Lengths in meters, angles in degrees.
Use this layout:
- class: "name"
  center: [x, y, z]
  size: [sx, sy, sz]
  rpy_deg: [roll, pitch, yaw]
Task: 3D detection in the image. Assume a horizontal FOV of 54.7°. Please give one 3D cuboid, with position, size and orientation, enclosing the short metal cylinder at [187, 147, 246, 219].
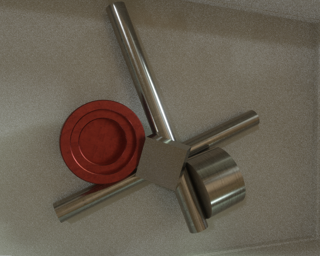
- class: "short metal cylinder"
  center: [0.065, 0.071, 0.405]
  size: [0.050, 0.080, 0.080]
  rpy_deg: [-21, 97, -19]

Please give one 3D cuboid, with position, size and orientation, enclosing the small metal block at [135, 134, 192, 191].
- class: "small metal block"
  center: [0.004, 0.040, 0.368]
  size: [0.050, 0.025, 0.050]
  rpy_deg: [18, 101, 13]

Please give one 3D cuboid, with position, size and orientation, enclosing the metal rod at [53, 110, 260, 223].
- class: "metal rod"
  center: [0.009, 0.043, 0.414]
  size: [0.302, 0.025, 0.025]
  rpy_deg: [-24, 98, -19]

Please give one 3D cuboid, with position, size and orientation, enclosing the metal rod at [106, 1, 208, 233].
- class: "metal rod"
  center: [-0.003, -0.013, 0.390]
  size: [0.025, 0.025, 0.299]
  rpy_deg: [-21, 90, -19]

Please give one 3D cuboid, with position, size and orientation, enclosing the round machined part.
- class: "round machined part"
  center: [-0.071, 0.016, 0.375]
  size: [0.099, 0.042, 0.097]
  rpy_deg: [0, 90, -21]
